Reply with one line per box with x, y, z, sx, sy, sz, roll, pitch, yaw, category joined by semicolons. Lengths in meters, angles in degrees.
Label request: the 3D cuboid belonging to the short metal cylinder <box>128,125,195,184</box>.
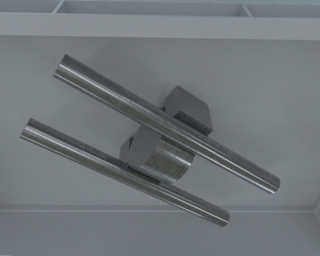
0.002;0.025;0.392;0.050;0.080;0.080;30;124;-23;short metal cylinder

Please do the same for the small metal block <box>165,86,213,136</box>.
0.034;-0.017;0.376;0.050;0.050;0.025;30;124;-23;small metal block

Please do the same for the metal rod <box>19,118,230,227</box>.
-0.027;0.067;0.400;0.301;0.025;0.025;29;124;-23;metal rod

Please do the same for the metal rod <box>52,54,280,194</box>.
0.027;0.008;0.349;0.301;0.025;0.025;29;124;-23;metal rod

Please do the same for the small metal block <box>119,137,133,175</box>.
-0.029;0.048;0.431;0.050;0.050;0.025;30;124;-23;small metal block
